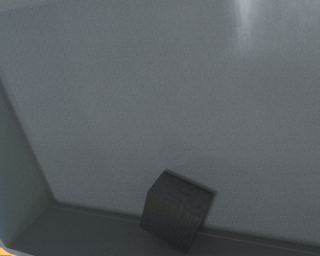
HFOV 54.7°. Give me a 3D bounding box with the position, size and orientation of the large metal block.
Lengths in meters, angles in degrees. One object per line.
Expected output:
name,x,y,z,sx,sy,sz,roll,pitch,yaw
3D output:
large metal block,0.023,0.122,0.453,0.080,0.050,0.079,24,127,16
